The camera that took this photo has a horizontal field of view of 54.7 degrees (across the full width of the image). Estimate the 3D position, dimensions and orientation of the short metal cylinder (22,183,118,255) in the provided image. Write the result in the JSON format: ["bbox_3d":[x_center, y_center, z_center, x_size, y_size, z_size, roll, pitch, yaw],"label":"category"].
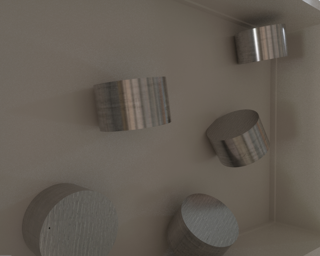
[{"bbox_3d":[-0.090,0.100,0.315,0.081,0.050,0.080,0,90,-40],"label":"short metal cylinder"}]

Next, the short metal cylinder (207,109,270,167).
[{"bbox_3d":[0.118,0.015,0.470,0.080,0.080,0.050,-43,116,-31],"label":"short metal cylinder"}]

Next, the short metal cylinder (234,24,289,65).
[{"bbox_3d":[0.167,-0.136,0.510,0.081,0.080,0.050,-17,101,-39],"label":"short metal cylinder"}]

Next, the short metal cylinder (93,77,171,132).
[{"bbox_3d":[-0.030,-0.027,0.345,0.081,0.080,0.050,-12,98,-39],"label":"short metal cylinder"}]

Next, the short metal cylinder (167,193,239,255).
[{"bbox_3d":[0.055,0.134,0.409,0.081,0.080,0.050,-8,135,-40],"label":"short metal cylinder"}]
